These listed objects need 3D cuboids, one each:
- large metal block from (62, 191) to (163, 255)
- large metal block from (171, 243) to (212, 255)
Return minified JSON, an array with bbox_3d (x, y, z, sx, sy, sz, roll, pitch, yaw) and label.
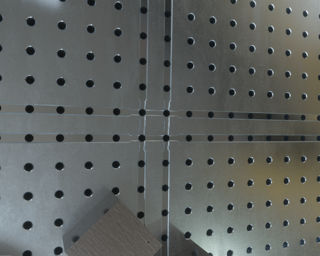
[{"bbox_3d":[-0.059,0.139,0.379,0.080,0.050,0.080,-43,104,-15],"label":"large metal block"},{"bbox_3d":[0.037,0.203,0.399,0.081,0.080,0.050,-21,97,-19],"label":"large metal block"}]
